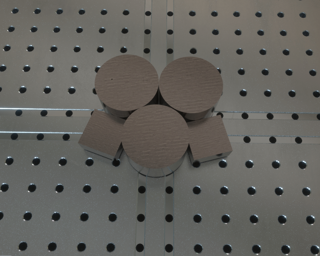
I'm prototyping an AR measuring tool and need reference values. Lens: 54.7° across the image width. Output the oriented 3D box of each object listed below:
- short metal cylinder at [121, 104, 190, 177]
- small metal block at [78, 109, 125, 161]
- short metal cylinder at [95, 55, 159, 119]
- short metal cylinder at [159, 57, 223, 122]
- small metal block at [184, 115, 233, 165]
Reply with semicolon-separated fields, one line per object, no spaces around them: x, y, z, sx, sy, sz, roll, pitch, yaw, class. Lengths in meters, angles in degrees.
-0.005;0.017;0.388;0.081;0.050;0.080;0;70;0;short metal cylinder
-0.070;0.009;0.404;0.050;0.025;0.050;20;71;7;small metal block
-0.042;-0.050;0.412;0.081;0.050;0.080;0;70;0;short metal cylinder
0.039;-0.047;0.412;0.081;0.050;0.080;0;70;0;short metal cylinder
0.060;0.015;0.403;0.050;0.025;0.050;-13;71;-5;small metal block
